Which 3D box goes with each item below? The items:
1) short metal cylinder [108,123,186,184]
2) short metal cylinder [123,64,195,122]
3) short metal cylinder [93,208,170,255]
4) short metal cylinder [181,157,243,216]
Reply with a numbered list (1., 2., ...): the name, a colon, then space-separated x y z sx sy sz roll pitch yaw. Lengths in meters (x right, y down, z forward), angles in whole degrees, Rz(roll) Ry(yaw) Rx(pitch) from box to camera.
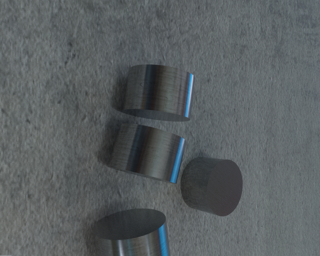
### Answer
1. short metal cylinder: -0.014 0.031 0.359 0.080 0.080 0.050 23 76 -38
2. short metal cylinder: -0.001 -0.039 0.370 0.081 0.080 0.050 12 83 -40
3. short metal cylinder: -0.030 0.129 0.346 0.081 0.080 0.050 -12 98 -40
4. short metal cylinder: 0.077 0.084 0.456 0.081 0.050 0.079 0 90 -40
